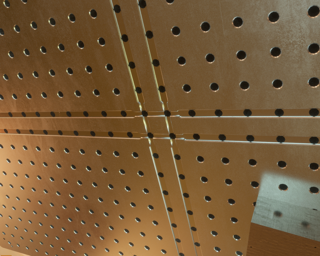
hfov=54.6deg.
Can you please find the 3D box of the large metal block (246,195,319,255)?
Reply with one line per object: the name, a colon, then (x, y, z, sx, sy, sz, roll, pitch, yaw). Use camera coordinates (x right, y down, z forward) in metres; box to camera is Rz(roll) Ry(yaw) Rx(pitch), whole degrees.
large metal block: (0.159, 0.143, 0.400, 0.080, 0.050, 0.080, 11, 123, 22)
